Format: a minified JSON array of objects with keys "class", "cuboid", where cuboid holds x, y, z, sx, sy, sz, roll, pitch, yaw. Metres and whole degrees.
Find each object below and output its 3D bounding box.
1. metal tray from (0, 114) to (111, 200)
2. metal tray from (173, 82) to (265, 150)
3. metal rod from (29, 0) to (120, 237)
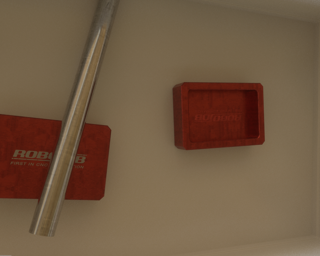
[{"class":"metal tray","cuboid":[-0.128,0.035,0.361,0.131,0.030,0.089,6,88,-20]},{"class":"metal tray","cuboid":[0.085,-0.018,0.440,0.131,0.030,0.089,-3,91,-21]},{"class":"metal rod","cuboid":[-0.089,-0.035,0.350,0.025,0.025,0.299,17,74,-20]}]
